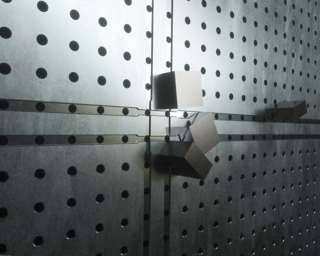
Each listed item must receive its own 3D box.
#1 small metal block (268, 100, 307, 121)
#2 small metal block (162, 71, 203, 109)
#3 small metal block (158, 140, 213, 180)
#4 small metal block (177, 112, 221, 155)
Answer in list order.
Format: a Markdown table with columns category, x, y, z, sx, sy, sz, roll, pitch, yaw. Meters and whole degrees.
| category | x | y | z | sx | sy | sz | roll | pitch | yaw |
| --- | --- | --- | --- | --- | --- | --- | --- | --- | --- |
| small metal block | 0.246 | -0.033 | 0.597 | 0.050 | 0.050 | 0.025 | -23 | 105 | -38 |
| small metal block | 0.033 | -0.053 | 0.435 | 0.050 | 0.025 | 0.050 | -8 | 96 | -40 |
| small metal block | 0.035 | 0.043 | 0.421 | 0.050 | 0.050 | 0.025 | 48 | 62 | -29 |
| small metal block | 0.058 | 0.009 | 0.456 | 0.050 | 0.025 | 0.050 | -32 | 110 | -35 |
